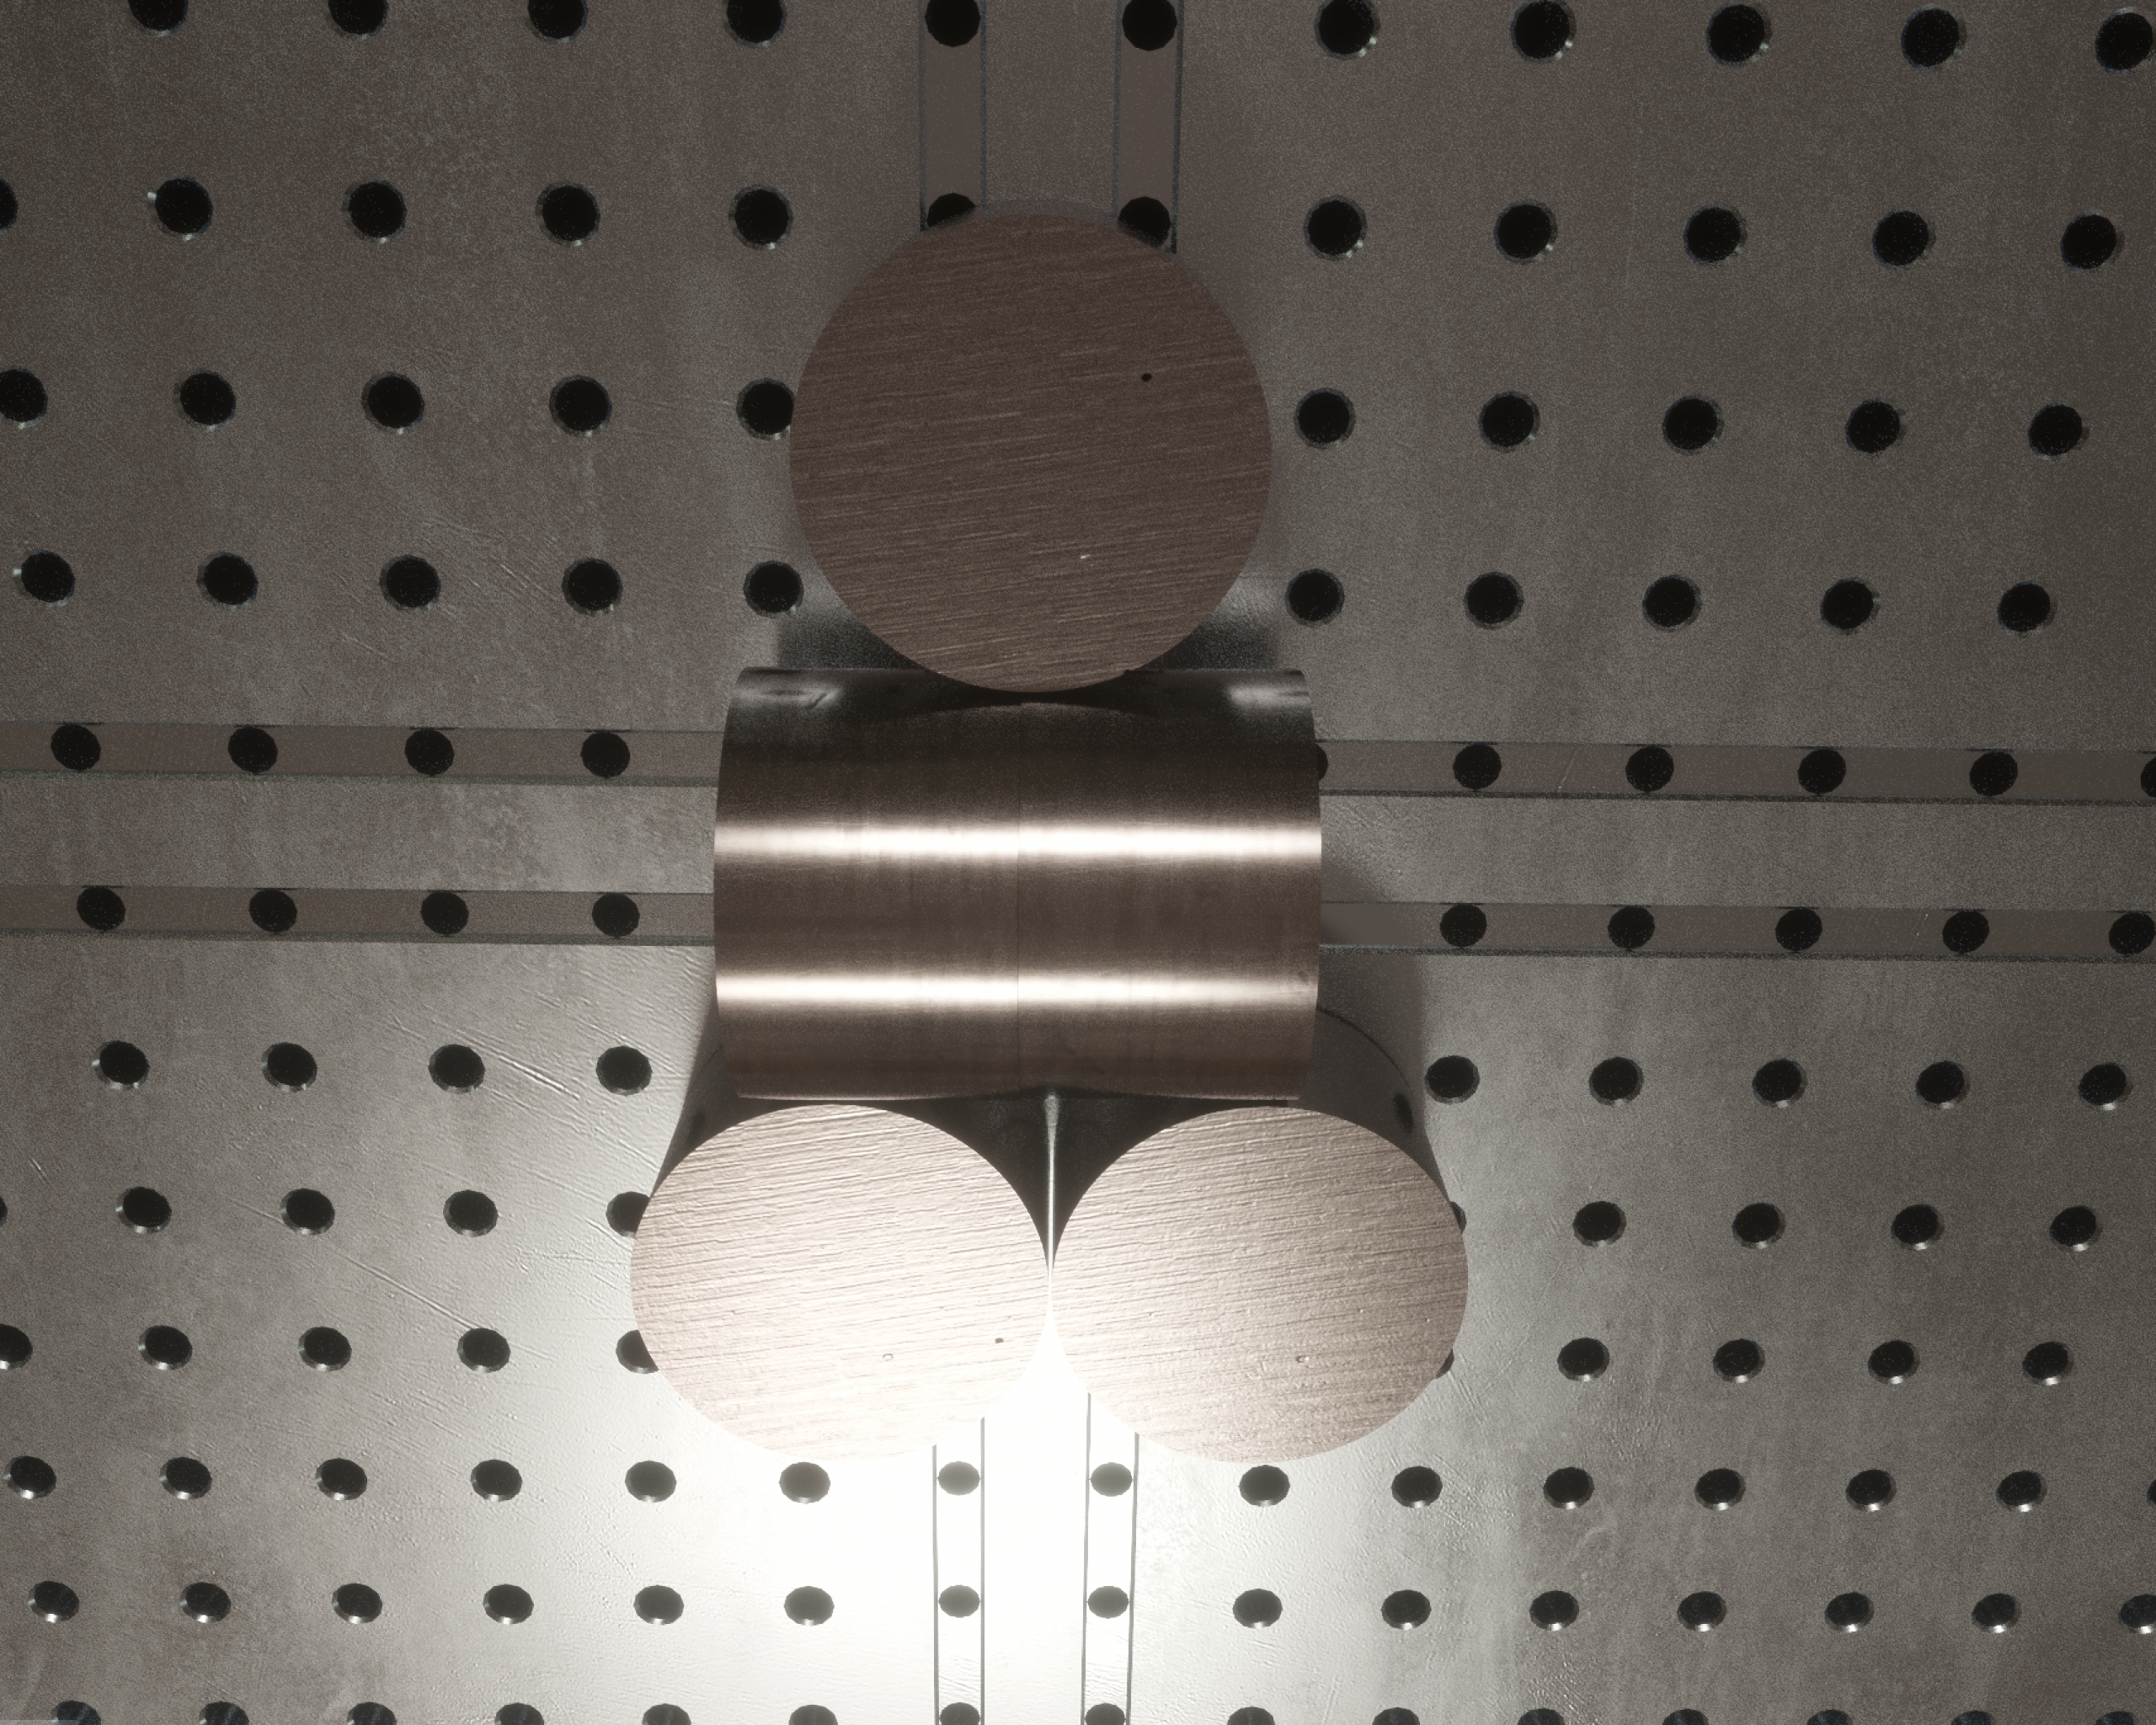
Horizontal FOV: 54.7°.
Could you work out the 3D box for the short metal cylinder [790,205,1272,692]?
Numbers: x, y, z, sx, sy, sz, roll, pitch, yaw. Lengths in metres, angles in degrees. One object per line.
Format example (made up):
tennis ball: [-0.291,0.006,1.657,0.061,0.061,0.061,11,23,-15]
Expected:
short metal cylinder: [-0.008,-0.076,0.372,0.081,0.050,0.079,0,110,-1]

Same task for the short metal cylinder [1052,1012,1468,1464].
short metal cylinder: [0.035,0.074,0.426,0.081,0.050,0.079,0,110,-1]

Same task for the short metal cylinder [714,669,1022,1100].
short metal cylinder: [-0.035,0.004,0.385,0.050,0.080,0.079,0,110,-1]

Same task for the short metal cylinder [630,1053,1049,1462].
short metal cylinder: [-0.046,0.074,0.426,0.081,0.050,0.079,0,110,-1]

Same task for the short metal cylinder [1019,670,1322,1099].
short metal cylinder: [0.015,0.004,0.386,0.050,0.080,0.079,0,110,-1]
